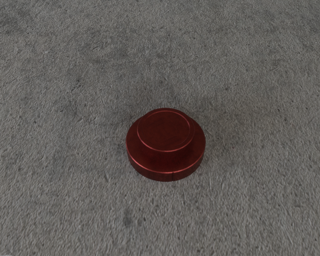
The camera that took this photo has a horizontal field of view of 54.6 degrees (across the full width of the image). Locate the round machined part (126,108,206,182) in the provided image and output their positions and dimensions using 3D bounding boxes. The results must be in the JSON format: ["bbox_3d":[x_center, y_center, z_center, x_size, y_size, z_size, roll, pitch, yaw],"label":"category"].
[{"bbox_3d":[0.007,0.013,0.381,0.099,0.042,0.098,0,50,0],"label":"round machined part"}]
